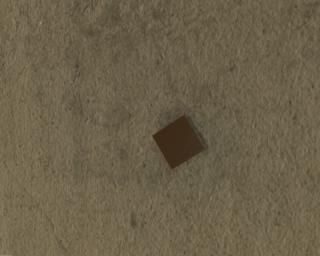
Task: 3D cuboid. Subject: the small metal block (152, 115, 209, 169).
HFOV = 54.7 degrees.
[{"bbox_3d":[0.027,0.018,0.399,0.050,0.025,0.050,-33,80,16],"label":"small metal block"}]
